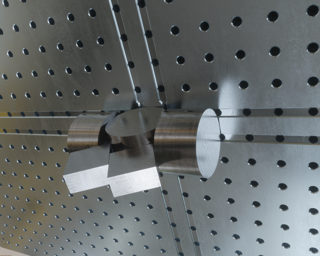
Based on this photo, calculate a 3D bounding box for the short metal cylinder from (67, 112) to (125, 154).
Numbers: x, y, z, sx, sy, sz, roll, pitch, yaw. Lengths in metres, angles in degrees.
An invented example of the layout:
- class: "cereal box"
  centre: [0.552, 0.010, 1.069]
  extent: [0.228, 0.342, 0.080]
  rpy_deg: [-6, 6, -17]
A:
- class: "short metal cylinder"
  centre: [-0.080, 0.018, 0.428]
  extent: [0.050, 0.080, 0.080]
  rpy_deg: [1, 119, 28]

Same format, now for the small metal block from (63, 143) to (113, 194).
- class: "small metal block"
  centre: [-0.080, 0.046, 0.360]
  extent: [0.050, 0.050, 0.025]
  rpy_deg: [-14, 115, -1]

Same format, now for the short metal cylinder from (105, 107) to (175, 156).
- class: "short metal cylinder"
  centre: [-0.024, 0.012, 0.396]
  extent: [0.080, 0.080, 0.050]
  rpy_deg: [1, 119, 27]

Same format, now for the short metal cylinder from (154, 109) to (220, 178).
- class: "short metal cylinder"
  centre: [0.035, 0.017, 0.367]
  extent: [0.050, 0.080, 0.080]
  rpy_deg: [1, 119, 29]

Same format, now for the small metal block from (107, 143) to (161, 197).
- class: "small metal block"
  centre: [-0.028, 0.045, 0.338]
  extent: [0.050, 0.050, 0.025]
  rpy_deg: [-13, 115, 0]
